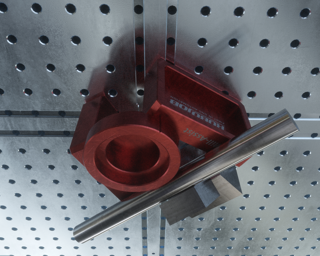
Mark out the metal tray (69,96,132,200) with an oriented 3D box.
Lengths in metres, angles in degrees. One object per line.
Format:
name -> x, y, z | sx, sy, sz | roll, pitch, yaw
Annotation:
metal tray -> -0.054, 0.034, 0.396 | 0.030, 0.090, 0.130 | -23, 127, 18

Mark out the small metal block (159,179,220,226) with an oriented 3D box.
small metal block -> 0.035, 0.084, 0.360 | 0.050, 0.050, 0.025 | -35, 78, 25

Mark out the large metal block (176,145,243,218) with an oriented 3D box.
large metal block -> 0.058, 0.064, 0.427 | 0.080, 0.080, 0.050 | -34, 123, 25

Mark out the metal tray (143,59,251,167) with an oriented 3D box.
metal tray -> 0.045, -0.018, 0.353 | 0.131, 0.090, 0.030 | 25, 127, -20

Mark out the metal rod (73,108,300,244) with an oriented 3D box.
metal rod -> 0.009, 0.067, 0.350 | 0.299, 0.025, 0.025 | -33, 123, 24

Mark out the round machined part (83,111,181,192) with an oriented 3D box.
round machined part -> -0.028, 0.021, 0.327 | 0.099, 0.042, 0.097 | -1, 130, 0
